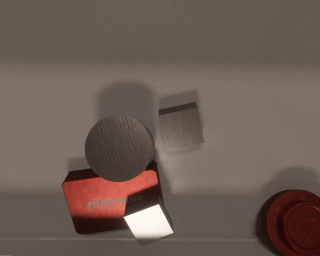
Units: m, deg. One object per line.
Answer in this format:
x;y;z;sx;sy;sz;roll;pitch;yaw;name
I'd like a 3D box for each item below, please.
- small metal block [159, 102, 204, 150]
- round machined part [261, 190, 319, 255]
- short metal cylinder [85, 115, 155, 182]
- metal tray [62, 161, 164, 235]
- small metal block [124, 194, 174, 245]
0.028;-0.003;0.411;0.050;0.025;0.050;-12;110;4;small metal block
0.197;0.136;0.432;0.099;0.042;0.098;0;79;-2;round machined part
-0.048;0.026;0.391;0.080;0.050;0.080;0;86;3;short metal cylinder
-0.063;0.100;0.445;0.131;0.030;0.089;-8;110;2;metal tray
-0.015;0.125;0.425;0.050;0.025;0.050;-22;109;7;small metal block
